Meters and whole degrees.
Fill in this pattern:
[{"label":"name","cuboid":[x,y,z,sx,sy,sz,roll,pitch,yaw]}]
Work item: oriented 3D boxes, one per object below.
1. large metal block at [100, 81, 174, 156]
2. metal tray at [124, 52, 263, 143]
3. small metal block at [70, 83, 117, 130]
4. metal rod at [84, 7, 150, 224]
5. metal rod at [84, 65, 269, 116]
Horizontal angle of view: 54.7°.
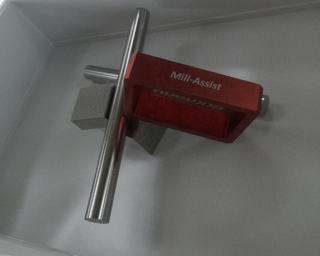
[{"label":"large metal block","cuboid":[-0.033,-0.020,0.416,0.080,0.050,0.080,20,72,35]},{"label":"metal tray","cuboid":[0.029,-0.027,0.329,0.131,0.090,0.030,15,67,0]},{"label":"small metal block","cuboid":[-0.081,-0.027,0.397,0.050,0.025,0.050,-6,59,24]},{"label":"metal rod","cuboid":[-0.046,-0.036,0.385,0.025,0.025,0.299,-6,59,25]},{"label":"metal rod","cuboid":[0.001,-0.060,0.439,0.300,0.025,0.025,16,70,34]}]
